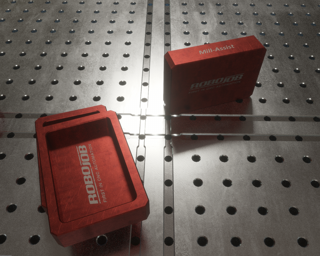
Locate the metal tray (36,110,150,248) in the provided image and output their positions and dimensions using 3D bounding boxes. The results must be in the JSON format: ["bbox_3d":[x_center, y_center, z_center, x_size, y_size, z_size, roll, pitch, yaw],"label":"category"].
[{"bbox_3d":[-0.073,0.045,0.325,0.091,0.030,0.130,-15,52,-13],"label":"metal tray"}]

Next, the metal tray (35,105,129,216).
[{"bbox_3d":[-0.097,0.034,0.373,0.091,0.030,0.130,-13,51,-12],"label":"metal tray"}]

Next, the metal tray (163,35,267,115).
[{"bbox_3d":[0.071,-0.071,0.425,0.131,0.089,0.030,-14,52,-12],"label":"metal tray"}]
